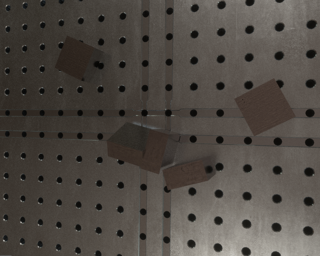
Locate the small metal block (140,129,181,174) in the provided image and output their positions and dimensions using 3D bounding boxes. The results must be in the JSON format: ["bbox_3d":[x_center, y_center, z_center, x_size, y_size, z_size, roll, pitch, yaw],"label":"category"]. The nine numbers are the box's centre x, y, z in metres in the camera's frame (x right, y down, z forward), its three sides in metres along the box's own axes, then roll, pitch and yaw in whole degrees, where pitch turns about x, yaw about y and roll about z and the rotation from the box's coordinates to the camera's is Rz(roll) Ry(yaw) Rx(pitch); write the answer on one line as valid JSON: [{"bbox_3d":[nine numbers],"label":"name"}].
[{"bbox_3d":[0.002,0.029,0.398,0.025,0.050,0.050,16,95,19],"label":"small metal block"}]

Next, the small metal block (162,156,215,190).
[{"bbox_3d":[0.037,0.055,0.386,0.050,0.050,0.025,-17,85,19],"label":"small metal block"}]

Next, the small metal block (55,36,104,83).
[{"bbox_3d":[-0.118,-0.100,0.453,0.050,0.025,0.050,27,99,17],"label":"small metal block"}]

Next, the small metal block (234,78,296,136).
[{"bbox_3d":[0.124,-0.024,0.369,0.050,0.025,0.050,-28,81,17],"label":"small metal block"}]

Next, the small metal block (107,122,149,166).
[{"bbox_3d":[-0.034,0.020,0.407,0.050,0.050,0.025,16,125,19],"label":"small metal block"}]
